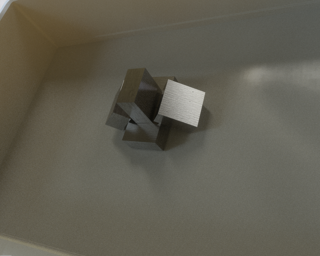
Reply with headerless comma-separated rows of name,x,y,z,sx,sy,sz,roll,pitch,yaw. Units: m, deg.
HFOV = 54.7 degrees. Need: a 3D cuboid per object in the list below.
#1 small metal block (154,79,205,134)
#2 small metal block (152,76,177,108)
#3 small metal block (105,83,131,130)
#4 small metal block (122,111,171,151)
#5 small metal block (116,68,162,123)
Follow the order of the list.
small metal block,0.025,-0.027,0.392,0.050,0.025,0.050,19,67,-7
small metal block,-0.004,-0.044,0.431,0.050,0.025,0.050,3,63,29
small metal block,-0.052,-0.030,0.432,0.050,0.025,0.050,139,150,-62
small metal block,-0.016,0.001,0.411,0.050,0.025,0.050,3,63,29
small metal block,-0.025,-0.040,0.392,0.025,0.050,0.050,1,62,28
